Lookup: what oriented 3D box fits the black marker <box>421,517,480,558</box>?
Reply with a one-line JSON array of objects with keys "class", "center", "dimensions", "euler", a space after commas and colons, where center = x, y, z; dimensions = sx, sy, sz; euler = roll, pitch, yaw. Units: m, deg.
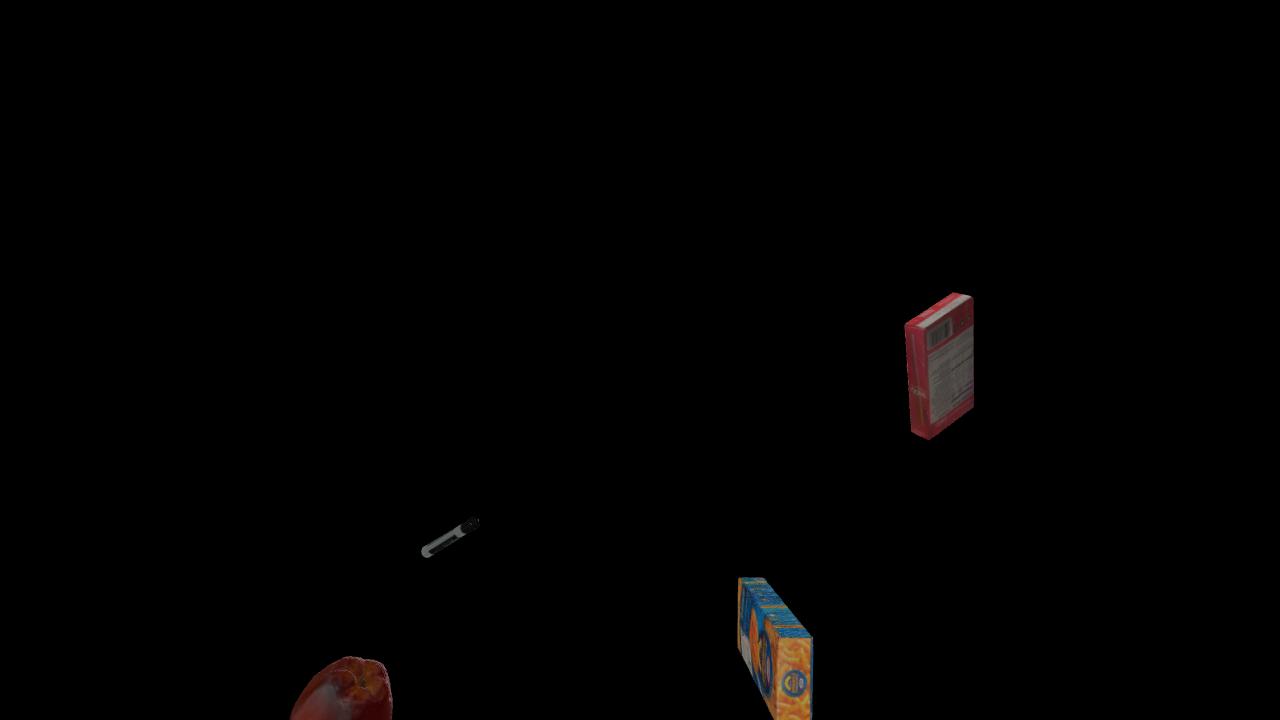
[{"class": "black marker", "center": [-0.283, 0.265, 0.919], "dimensions": [0.121, 0.020, 0.020], "euler": [-34, -16, 25]}]

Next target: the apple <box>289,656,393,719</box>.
[{"class": "apple", "center": [-0.250, 0.297, 0.522], "dimensions": [0.079, 0.093, 0.079], "euler": [32, 19, -13]}]

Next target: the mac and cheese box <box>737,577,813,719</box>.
[{"class": "mac and cheese box", "center": [0.148, 0.322, 0.698], "dimensions": [0.041, 0.093, 0.184], "euler": [3, -2, -3]}]

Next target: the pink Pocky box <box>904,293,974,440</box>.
[{"class": "pink Pocky box", "center": [0.345, 0.009, 0.706], "dimensions": [0.084, 0.155, 0.029], "euler": [-29, 31, -19]}]
